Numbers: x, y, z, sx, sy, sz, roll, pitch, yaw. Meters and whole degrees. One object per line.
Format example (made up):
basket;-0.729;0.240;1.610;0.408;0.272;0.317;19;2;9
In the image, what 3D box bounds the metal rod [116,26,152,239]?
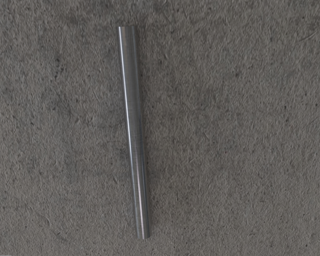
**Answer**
metal rod;-0.032;0.020;0.416;0.025;0.025;0.298;-3;110;1
